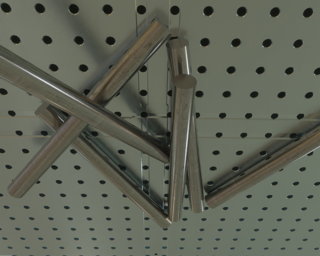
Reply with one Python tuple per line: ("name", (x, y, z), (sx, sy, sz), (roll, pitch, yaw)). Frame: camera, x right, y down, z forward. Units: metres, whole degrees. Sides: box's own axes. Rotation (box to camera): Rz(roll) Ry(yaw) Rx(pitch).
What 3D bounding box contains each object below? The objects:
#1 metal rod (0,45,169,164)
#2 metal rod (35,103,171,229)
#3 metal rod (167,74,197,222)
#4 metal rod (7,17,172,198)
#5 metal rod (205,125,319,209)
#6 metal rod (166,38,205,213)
("metal rod", (-0.076, -0.017, 0.337), (0.025, 0.025, 0.301), (-30, 142, 23))
("metal rod", (-0.068, 0.071, 0.471), (0.025, 0.025, 0.300), (-25, 126, 20))
("metal rod", (0.026, 0.052, 0.431), (0.025, 0.025, 0.298), (0, 138, 0))
("metal rod", (-0.097, -0.010, 0.375), (0.025, 0.025, 0.299), (35, 113, -26))
("metal rod", (0.184, 0.039, 0.445), (0.025, 0.025, 0.299), (35, 122, -26))
("metal rod", (0.041, 0.021, 0.429), (0.025, 0.025, 0.299), (-7, 130, 5))
